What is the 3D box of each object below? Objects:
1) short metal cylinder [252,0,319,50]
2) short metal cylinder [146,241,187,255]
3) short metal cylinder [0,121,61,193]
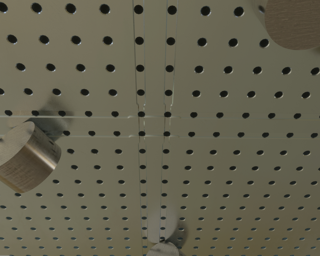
[{"bbox_3d":[0.134,-0.122,0.294,0.081,0.050,0.079,0,130,0],"label":"short metal cylinder"},{"bbox_3d":[0.014,0.273,0.608,0.080,0.080,0.050,-24,126,19],"label":"short metal cylinder"},{"bbox_3d":[-0.178,0.037,0.405,0.080,0.080,0.050,-23,127,18],"label":"short metal cylinder"}]
